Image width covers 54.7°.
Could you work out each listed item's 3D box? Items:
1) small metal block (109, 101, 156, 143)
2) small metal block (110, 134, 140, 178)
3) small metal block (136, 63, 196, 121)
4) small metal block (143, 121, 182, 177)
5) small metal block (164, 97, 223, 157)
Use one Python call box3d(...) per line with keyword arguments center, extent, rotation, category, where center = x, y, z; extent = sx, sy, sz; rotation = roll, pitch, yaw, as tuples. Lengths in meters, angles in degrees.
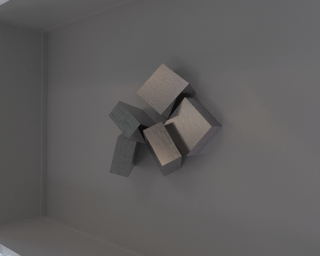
box3d(center=(-0.032, -0.006, 0.413), extent=(0.025, 0.050, 0.050), rotation=(-52, 57, 14), category="small metal block")
box3d(center=(-0.045, 0.033, 0.425), extent=(0.025, 0.050, 0.050), rotation=(15, 102, 3), category="small metal block")
box3d(center=(0.007, -0.045, 0.389), extent=(0.050, 0.025, 0.050), rotation=(-48, 58, 2), category="small metal block")
box3d(center=(0.003, 0.027, 0.386), extent=(0.025, 0.050, 0.050), rotation=(-26, 68, -9), category="small metal block")
box3d(center=(0.038, -0.002, 0.375), extent=(0.050, 0.025, 0.050), rotation=(52, 120, 27), category="small metal block")
